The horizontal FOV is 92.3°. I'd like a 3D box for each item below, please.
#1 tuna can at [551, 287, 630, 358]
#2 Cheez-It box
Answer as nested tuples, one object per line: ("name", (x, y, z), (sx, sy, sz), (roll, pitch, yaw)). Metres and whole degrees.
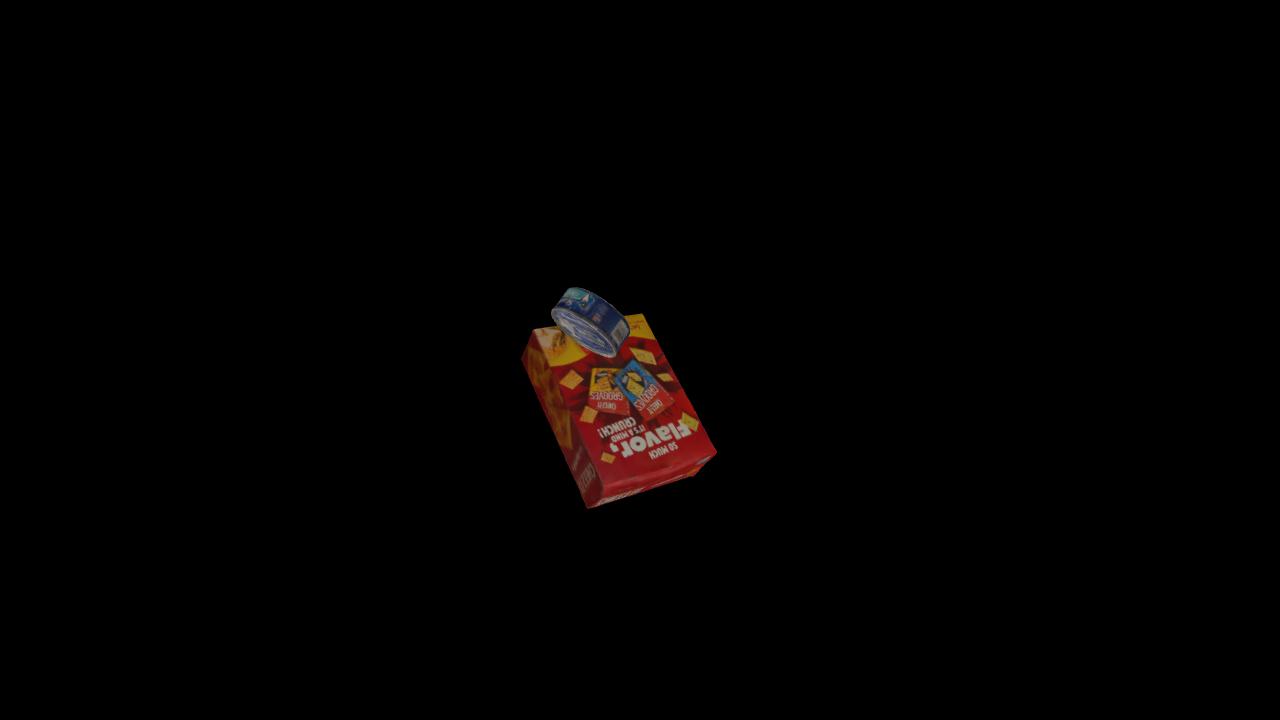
("tuna can", (-0.052, -0.040, 0.661), (0.084, 0.034, 0.084), (31, -17, 10))
("Cheez-It box", (-0.029, 0.054, 0.765), (0.166, 0.223, 0.071), (-11, -30, -33))
